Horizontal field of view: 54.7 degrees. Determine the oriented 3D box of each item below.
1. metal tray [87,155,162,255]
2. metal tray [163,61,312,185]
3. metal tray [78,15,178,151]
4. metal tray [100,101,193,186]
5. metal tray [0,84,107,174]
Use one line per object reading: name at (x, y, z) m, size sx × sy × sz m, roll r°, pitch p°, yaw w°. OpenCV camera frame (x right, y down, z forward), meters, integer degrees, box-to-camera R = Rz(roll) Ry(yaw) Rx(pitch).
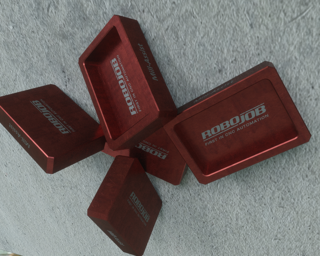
metal tray at (-0.042, 0.110, 0.430) m, size 0.030 × 0.090 × 0.130 m, roll 6°, pitch 142°, yaw 26°
metal tray at (0.081, -0.002, 0.339) m, size 0.130 × 0.030 × 0.090 m, roll -28°, pitch 104°, yaw 22°
metal tray at (-0.042, -0.050, 0.357) m, size 0.090 × 0.030 × 0.130 m, roll -36°, pitch 70°, yaw 38°
metal tray at (-0.019, 0.014, 0.422) m, size 0.130 × 0.030 × 0.089 m, roll 23°, pitch 127°, yaw 13°
metal tray at (-0.147, -0.005, 0.419) m, size 0.130 × 0.091 × 0.030 m, roll 39°, pitch 131°, yaw 23°
